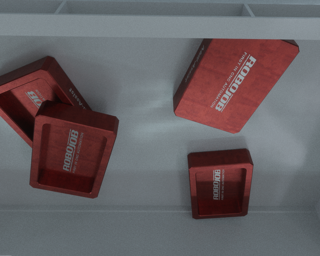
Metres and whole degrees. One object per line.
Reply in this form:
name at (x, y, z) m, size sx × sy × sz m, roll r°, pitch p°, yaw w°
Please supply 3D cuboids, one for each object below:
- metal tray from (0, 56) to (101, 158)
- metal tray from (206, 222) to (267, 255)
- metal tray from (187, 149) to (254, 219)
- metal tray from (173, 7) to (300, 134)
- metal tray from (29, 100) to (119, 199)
metal tray at (-0.139, -0.016, 0.390) m, size 0.090 × 0.030 × 0.130 m, roll -18°, pitch 128°, yaw 14°
metal tray at (0.145, 0.235, 0.609) m, size 0.091 × 0.030 × 0.129 m, roll 2°, pitch 130°, yaw -2°
metal tray at (0.092, 0.091, 0.483) m, size 0.090 × 0.030 × 0.129 m, roll -5°, pitch 130°, yaw 4°
metal tray at (0.081, -0.058, 0.357) m, size 0.091 × 0.030 × 0.129 m, roll 17°, pitch 128°, yaw -14°
metal tray at (-0.111, 0.033, 0.392) m, size 0.091 × 0.030 × 0.129 m, roll 14°, pitch 129°, yaw -12°
